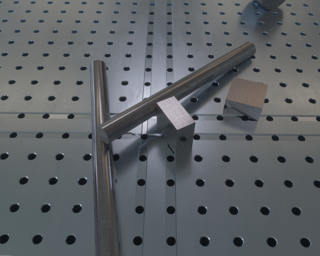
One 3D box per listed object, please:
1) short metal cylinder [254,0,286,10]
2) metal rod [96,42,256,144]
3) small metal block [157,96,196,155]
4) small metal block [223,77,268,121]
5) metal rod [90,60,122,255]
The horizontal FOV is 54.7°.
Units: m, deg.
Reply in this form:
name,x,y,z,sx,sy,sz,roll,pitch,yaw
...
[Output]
name,x,y,z,sx,sy,sz,roll,pitch,yaw
short metal cylinder,0.219,-0.284,0.612,0.081,0.080,0.050,-23,54,-18
metal rod,0.041,-0.062,0.443,0.302,0.025,0.025,-33,57,-31
small metal block,0.019,-0.003,0.394,0.025,0.050,0.050,-23,54,-18
small metal block,0.123,-0.043,0.444,0.050,0.025,0.050,16,52,13
metal rod,-0.073,0.016,0.393,0.025,0.025,0.300,-7,50,-6
